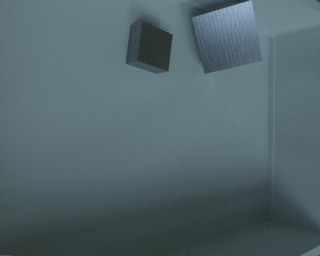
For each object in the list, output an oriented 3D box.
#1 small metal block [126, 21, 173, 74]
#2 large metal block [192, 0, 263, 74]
[{"bbox_3d":[-0.013,-0.102,0.397,0.050,0.025,0.050,11,83,-40],"label":"small metal block"},{"bbox_3d":[0.099,-0.129,0.446,0.050,0.080,0.080,-46,124,-67],"label":"large metal block"}]
